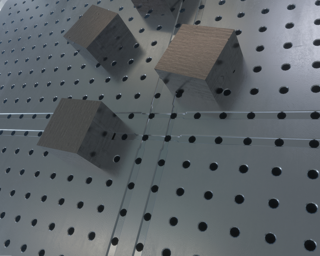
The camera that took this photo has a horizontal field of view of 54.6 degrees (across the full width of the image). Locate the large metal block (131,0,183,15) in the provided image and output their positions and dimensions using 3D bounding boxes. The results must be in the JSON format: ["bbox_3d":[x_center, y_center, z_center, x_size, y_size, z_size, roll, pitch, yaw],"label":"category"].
[{"bbox_3d":[0.000,-0.249,0.546,0.080,0.050,0.080,19,72,35],"label":"large metal block"}]

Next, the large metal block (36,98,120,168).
[{"bbox_3d":[-0.117,0.005,0.452,0.080,0.050,0.080,7,65,31],"label":"large metal block"}]

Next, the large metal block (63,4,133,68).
[{"bbox_3d":[-0.111,-0.166,0.554,0.080,0.050,0.080,33,80,38],"label":"large metal block"}]

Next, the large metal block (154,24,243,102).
[{"bbox_3d":[0.053,-0.090,0.420,0.080,0.050,0.080,20,72,35],"label":"large metal block"}]
